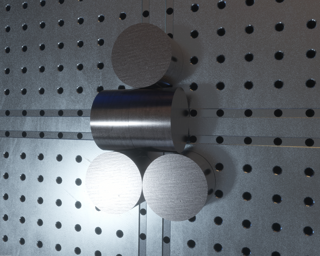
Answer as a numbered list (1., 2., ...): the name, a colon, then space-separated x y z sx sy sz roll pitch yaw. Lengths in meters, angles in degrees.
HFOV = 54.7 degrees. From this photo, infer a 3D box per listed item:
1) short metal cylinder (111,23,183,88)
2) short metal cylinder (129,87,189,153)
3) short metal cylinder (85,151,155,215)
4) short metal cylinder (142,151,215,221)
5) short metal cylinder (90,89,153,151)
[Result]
1. short metal cylinder: -0.015 -0.089 0.404 0.080 0.050 0.079 0 90 19
2. short metal cylinder: 0.001 -0.010 0.383 0.050 0.080 0.079 0 90 20
3. short metal cylinder: -0.051 0.070 0.415 0.080 0.050 0.079 0 90 19
4. short metal cylinder: 0.025 0.070 0.388 0.080 0.050 0.079 0 90 19
5. short metal cylinder: -0.046 -0.010 0.399 0.050 0.080 0.079 0 90 20
